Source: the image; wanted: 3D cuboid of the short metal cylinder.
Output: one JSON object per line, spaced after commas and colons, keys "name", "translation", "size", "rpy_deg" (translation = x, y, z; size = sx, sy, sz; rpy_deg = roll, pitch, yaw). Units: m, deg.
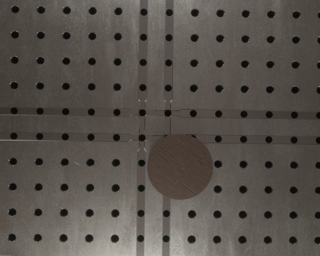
{"name": "short metal cylinder", "translation": [0.024, 0.047, 0.401], "size": [0.081, 0.050, 0.079], "rpy_deg": [0, 90, -1]}
